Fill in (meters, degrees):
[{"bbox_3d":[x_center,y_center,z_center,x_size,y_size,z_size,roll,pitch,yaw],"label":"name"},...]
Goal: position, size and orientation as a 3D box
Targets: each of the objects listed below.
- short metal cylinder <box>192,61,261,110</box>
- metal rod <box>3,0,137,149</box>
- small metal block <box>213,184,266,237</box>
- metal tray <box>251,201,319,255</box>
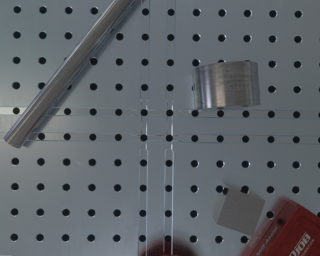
[{"bbox_3d":[0.082,-0.050,0.386,0.081,0.080,0.050,-4,90,0],"label":"short metal cylinder"},{"bbox_3d":[-0.103,-0.098,0.412,0.025,0.025,0.300,38,90,0],"label":"metal rod"},{"bbox_3d":[0.105,0.109,0.414,0.050,0.025,0.050,19,90,0],"label":"small metal block"},{"bbox_3d":[0.179,0.176,0.412,0.090,0.030,0.130,35,90,0],"label":"metal tray"}]
